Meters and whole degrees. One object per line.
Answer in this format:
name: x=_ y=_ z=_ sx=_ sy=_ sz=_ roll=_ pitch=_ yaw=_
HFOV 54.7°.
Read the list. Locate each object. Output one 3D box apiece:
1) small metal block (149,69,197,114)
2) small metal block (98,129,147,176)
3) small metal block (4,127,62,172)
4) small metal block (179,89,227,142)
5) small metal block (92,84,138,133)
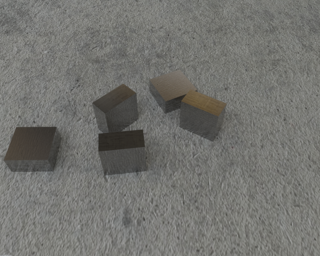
small metal block: x=0.018 y=-0.053 z=0.448 sx=0.050 sy=0.025 sz=0.050 roll=-21 pitch=53 yaw=-17
small metal block: x=-0.043 y=0.029 z=0.362 sx=0.050 sy=0.050 sz=0.025 roll=-6 pitch=51 yaw=-5
small metal block: x=-0.154 y=0.026 z=0.380 sx=0.050 sy=0.025 sz=0.050 roll=0 pitch=50 yaw=-1
small metal block: x=0.054 y=-0.016 z=0.400 sx=0.050 sy=0.050 sz=0.025 roll=24 pitch=54 yaw=19
small metal block: x=-0.057 y=-0.022 z=0.405 sx=0.025 sy=0.050 sz=0.050 roll=38 pitch=59 yaw=27
